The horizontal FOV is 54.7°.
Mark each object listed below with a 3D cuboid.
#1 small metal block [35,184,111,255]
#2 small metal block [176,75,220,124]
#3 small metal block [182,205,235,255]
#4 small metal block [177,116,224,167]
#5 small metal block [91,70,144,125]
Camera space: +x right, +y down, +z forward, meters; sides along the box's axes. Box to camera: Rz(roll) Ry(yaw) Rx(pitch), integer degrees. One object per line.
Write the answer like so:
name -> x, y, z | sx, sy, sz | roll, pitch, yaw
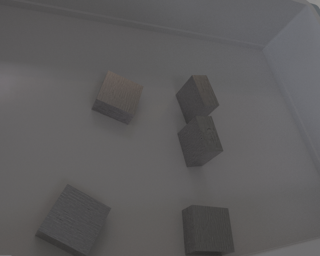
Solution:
small metal block -> -0.084, 0.092, 0.304 | 0.050, 0.025, 0.050 | 32, 52, -8
small metal block -> 0.052, -0.040, 0.442 | 0.025, 0.050, 0.050 | -5, 64, -31
small metal block -> 0.055, 0.120, 0.362 | 0.050, 0.025, 0.050 | 11, 57, -22
small metal block -> 0.051, 0.018, 0.406 | 0.025, 0.050, 0.050 | 0, 62, -28
small metal block -> -0.054, -0.039, 0.400 | 0.050, 0.025, 0.050 | 23, 53, -14
